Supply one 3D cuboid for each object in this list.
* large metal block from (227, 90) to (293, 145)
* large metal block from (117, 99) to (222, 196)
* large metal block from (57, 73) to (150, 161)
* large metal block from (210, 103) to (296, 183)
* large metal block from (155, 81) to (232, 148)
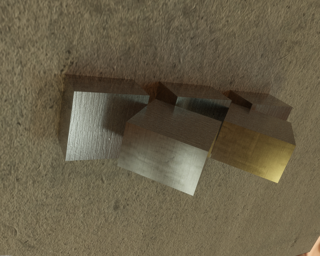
[{"bbox_3d":[0.137,-0.008,0.465,0.081,0.050,0.079,1,118,-30],"label":"large metal block"},{"bbox_3d":[0.013,0.015,0.326,0.080,0.080,0.050,-47,155,-62],"label":"large metal block"},{"bbox_3d":[-0.066,-0.012,0.350,0.081,0.050,0.079,0,118,-29],"label":"large metal block"},{"bbox_3d":[0.115,0.014,0.385,0.080,0.080,0.050,20,114,11],"label":"large metal block"},{"bbox_3d":[0.035,-0.012,0.406,0.081,0.050,0.079,1,118,-29],"label":"large metal block"}]
